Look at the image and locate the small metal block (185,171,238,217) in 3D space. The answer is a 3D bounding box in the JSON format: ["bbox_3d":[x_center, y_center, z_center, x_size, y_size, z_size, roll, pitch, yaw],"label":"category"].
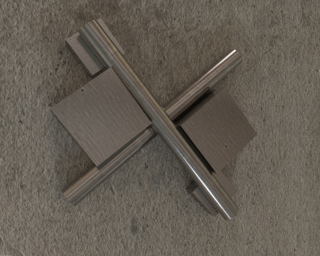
[{"bbox_3d":[0.073,0.087,0.438,0.050,0.025,0.050,-45,104,-15],"label":"small metal block"}]

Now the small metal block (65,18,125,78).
[{"bbox_3d":[-0.080,-0.097,0.381,0.050,0.025,0.050,-39,103,-16],"label":"small metal block"}]

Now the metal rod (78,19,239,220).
[{"bbox_3d":[0.007,-0.001,0.386,0.025,0.025,0.300,-41,103,-15],"label":"metal rod"}]

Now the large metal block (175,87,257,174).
[{"bbox_3d":[0.070,0.003,0.423,0.080,0.050,0.080,-41,103,-15],"label":"large metal block"}]

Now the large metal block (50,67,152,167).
[{"bbox_3d":[-0.071,-0.013,0.369,0.080,0.050,0.080,-39,103,-16],"label":"large metal block"}]

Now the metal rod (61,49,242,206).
[{"bbox_3d":[0.000,-0.010,0.411,0.301,0.025,0.025,-41,103,-16],"label":"metal rod"}]
